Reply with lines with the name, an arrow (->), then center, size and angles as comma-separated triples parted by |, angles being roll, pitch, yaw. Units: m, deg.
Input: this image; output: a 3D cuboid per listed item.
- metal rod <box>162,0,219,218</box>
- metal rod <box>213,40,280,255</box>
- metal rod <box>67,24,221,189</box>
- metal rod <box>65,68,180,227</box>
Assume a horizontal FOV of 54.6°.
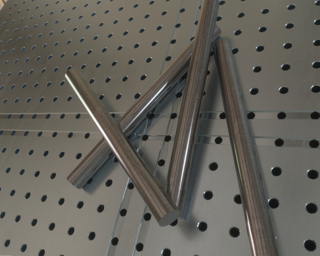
metal rod -> 0.042, -0.041, 0.393 | 0.025, 0.025, 0.299 | 1, 68, 29
metal rod -> 0.092, 0.012, 0.352 | 0.025, 0.025, 0.300 | -16, 55, 19
metal rod -> -0.019, -0.036, 0.440 | 0.300, 0.025, 0.025 | -48, 51, -6
metal rod -> -0.066, 0.003, 0.408 | 0.025, 0.025, 0.300 | -41, 51, 0
